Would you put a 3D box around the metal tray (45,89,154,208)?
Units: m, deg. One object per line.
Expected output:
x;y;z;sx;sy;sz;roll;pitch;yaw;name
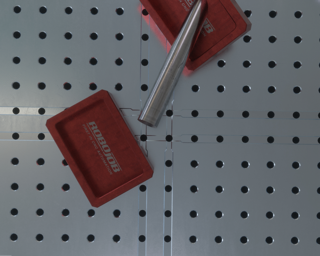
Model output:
-0.077;0.026;0.410;0.090;0.030;0.130;-30;90;0;metal tray

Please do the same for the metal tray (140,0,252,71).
0.040;-0.150;0.389;0.090;0.030;0.130;-35;90;32;metal tray

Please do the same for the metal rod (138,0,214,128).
0.046;-0.139;0.389;0.025;0.025;0.299;24;80;0;metal rod
